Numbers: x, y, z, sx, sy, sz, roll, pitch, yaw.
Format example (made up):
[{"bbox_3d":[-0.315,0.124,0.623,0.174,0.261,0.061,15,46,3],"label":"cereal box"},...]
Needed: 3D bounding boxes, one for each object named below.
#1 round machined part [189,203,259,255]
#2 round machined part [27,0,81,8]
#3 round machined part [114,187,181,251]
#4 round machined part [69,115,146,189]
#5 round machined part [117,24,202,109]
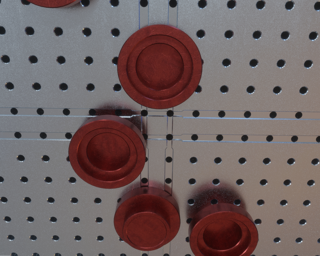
[{"bbox_3d":[0.091,0.153,0.461,0.099,0.042,0.097,0,110,0],"label":"round machined part"},{"bbox_3d":[-0.116,-0.182,0.336,0.099,0.042,0.097,0,110,0],"label":"round machined part"},{"bbox_3d":[-0.019,0.140,0.456,0.099,0.042,0.097,0,110,0],"label":"round machined part"},{"bbox_3d":[-0.067,0.028,0.414,0.099,0.042,0.097,0,110,0],"label":"round machined part"},{"bbox_3d":[0.000,-0.075,0.377,0.099,0.042,0.097,0,110,0],"label":"round machined part"}]
